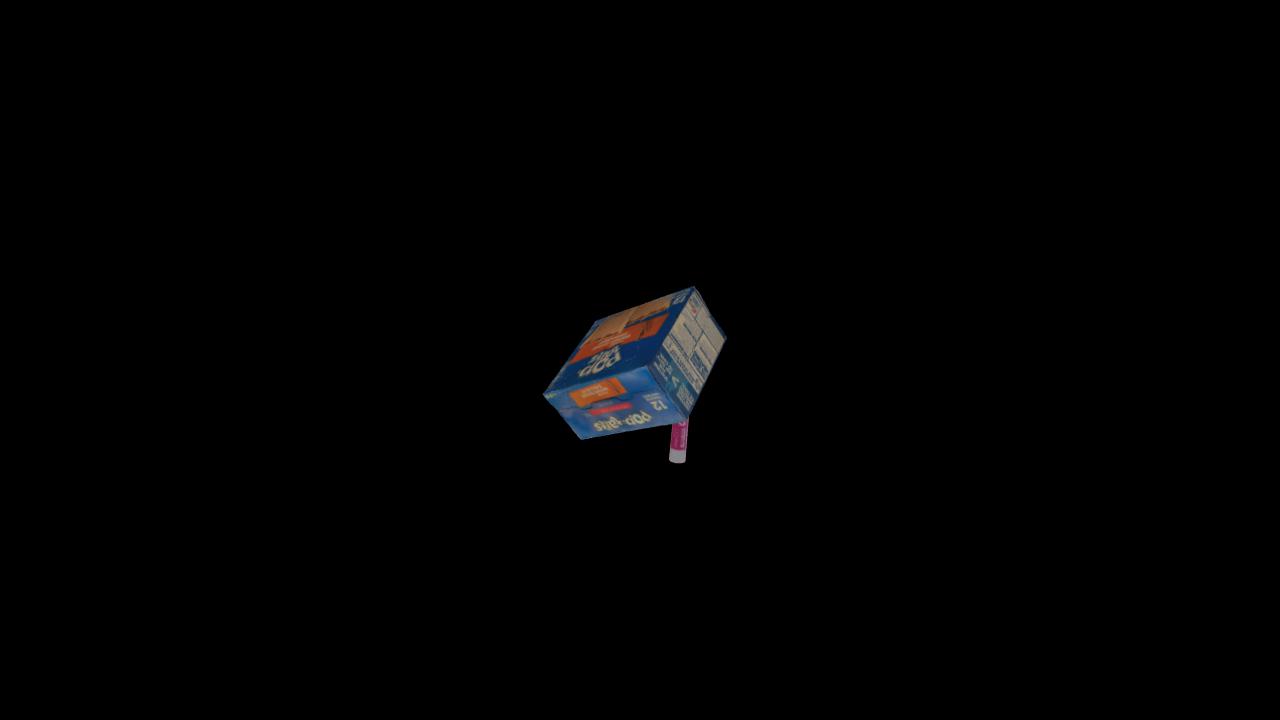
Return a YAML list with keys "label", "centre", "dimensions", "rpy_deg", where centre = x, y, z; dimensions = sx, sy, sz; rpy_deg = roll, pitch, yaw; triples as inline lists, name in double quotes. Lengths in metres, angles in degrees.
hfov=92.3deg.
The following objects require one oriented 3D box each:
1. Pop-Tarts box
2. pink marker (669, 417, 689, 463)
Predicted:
- label: "Pop-Tarts box"
  centre: [-0.005, 0.006, 0.713]
  dimensions: [0.167, 0.083, 0.141]
  rpy_deg: [-16, 32, 42]
- label: "pink marker"
  centre: [0.046, 0.053, 0.679]
  dimensions: [0.020, 0.121, 0.020]
  rpy_deg: [4, 9, -1]
